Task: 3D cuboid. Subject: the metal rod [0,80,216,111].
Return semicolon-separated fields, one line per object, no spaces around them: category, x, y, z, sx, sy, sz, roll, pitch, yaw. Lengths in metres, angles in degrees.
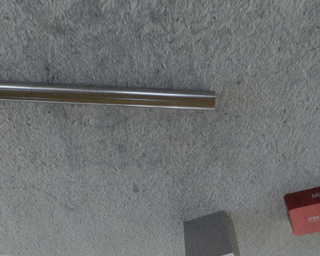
metal rod;-0.085;-0.040;0.371;0.302;0.025;0.025;2;130;-3

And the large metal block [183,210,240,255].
large metal block;0.090;0.202;0.545;0.080;0.080;0.050;-22;127;17

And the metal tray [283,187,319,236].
metal tray;0.285;0.135;0.524;0.130;0.030;0.090;-17;129;13
